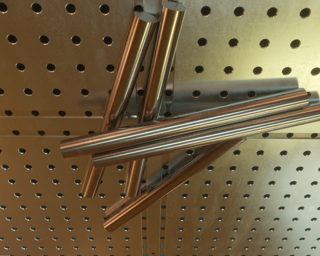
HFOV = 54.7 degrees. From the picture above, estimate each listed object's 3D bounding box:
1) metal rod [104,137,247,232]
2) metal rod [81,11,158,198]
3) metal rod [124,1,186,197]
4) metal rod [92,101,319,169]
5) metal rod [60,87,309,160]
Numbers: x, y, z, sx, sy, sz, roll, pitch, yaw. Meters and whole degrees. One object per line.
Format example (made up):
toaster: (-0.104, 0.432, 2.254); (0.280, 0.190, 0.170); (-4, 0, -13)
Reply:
metal rod: (0.009, 0.092, 0.490); (0.025, 0.025, 0.299); (35, 122, -26)
metal rod: (-0.064, -0.006, 0.405); (0.025, 0.025, 0.298); (15, 129, -13)
metal rod: (-0.016, -0.010, 0.402); (0.025, 0.025, 0.298); (9, 130, -8)
metal rod: (0.063, 0.009, 0.398); (0.302, 0.025, 0.025); (-12, 130, 1)
metal rod: (0.030, -0.005, 0.381); (0.302, 0.025, 0.025); (-12, 130, -1)
